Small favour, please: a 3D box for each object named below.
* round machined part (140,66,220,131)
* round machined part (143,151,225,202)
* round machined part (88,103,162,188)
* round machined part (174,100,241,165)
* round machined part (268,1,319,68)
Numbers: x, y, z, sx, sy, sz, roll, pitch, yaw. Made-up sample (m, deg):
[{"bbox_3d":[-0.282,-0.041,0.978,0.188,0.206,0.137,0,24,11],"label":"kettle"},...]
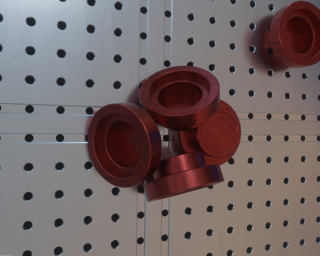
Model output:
[{"bbox_3d":[0.026,-0.034,0.395,0.099,0.098,0.042,-30,138,-18],"label":"round machined part"},{"bbox_3d":[0.027,0.059,0.388,0.099,0.098,0.042,-10,75,-20],"label":"round machined part"},{"bbox_3d":[-0.037,0.018,0.370,0.042,0.098,0.097,-13,96,-54],"label":"round machined part"},{"bbox_3d":[0.072,0.006,0.432,0.099,0.042,0.097,0,90,-21],"label":"round machined part"},{"bbox_3d":[0.210,-0.142,0.483,0.099,0.042,0.097,0,90,-21],"label":"round machined part"}]
